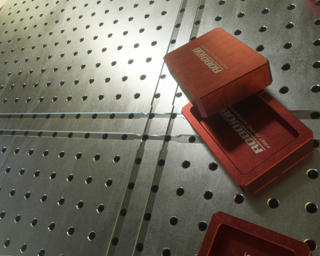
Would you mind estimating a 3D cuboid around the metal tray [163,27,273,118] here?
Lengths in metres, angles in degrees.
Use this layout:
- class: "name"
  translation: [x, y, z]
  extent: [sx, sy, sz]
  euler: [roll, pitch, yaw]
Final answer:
- class: "metal tray"
  translation: [0.066, -0.075, 0.390]
  extent: [0.090, 0.030, 0.130]
  euler: [-28, 38, 1]

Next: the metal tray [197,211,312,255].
- class: "metal tray"
  translation: [0.070, 0.152, 0.275]
  extent: [0.090, 0.030, 0.130]
  euler: [14, 68, 33]

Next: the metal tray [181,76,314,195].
- class: "metal tray"
  translation: [0.094, -0.001, 0.356]
  extent: [0.090, 0.030, 0.130]
  euler: [-37, 51, 3]
